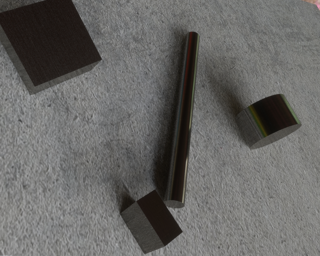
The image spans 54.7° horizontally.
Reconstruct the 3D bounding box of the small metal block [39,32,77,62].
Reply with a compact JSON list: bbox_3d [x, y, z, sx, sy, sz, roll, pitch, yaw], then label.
[{"bbox_3d":[-0.132,-0.116,0.404,0.050,0.025,0.050,4,60,-27],"label":"small metal block"}]

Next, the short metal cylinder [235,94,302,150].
[{"bbox_3d":[0.160,-0.008,0.462,0.081,0.080,0.050,-10,67,-33],"label":"short metal cylinder"}]

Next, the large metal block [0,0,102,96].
[{"bbox_3d":[-0.126,-0.093,0.353,0.081,0.050,0.080,-30,99,-26],"label":"large metal block"}]

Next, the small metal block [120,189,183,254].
[{"bbox_3d":[-0.011,0.099,0.323,0.025,0.050,0.050,-26,76,-37],"label":"small metal block"}]

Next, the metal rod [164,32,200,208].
[{"bbox_3d":[0.036,-0.033,0.444,0.025,0.025,0.300,21,54,-16],"label":"metal rod"}]
